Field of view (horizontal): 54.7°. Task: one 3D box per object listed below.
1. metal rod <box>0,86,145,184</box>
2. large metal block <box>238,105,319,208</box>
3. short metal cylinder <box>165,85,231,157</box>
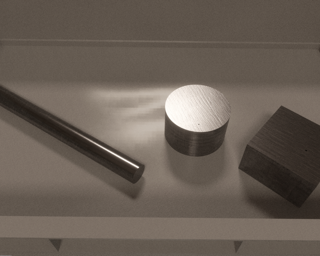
[{"bbox_3d":[-0.152,-0.009,0.410,0.301,0.025,0.025,26,55,20],"label":"metal rod"},{"bbox_3d":[0.153,0.031,0.365,0.080,0.050,0.080,34,58,25],"label":"large metal block"},{"bbox_3d":[0.047,-0.010,0.398,0.081,0.050,0.080,0,50,0],"label":"short metal cylinder"}]
